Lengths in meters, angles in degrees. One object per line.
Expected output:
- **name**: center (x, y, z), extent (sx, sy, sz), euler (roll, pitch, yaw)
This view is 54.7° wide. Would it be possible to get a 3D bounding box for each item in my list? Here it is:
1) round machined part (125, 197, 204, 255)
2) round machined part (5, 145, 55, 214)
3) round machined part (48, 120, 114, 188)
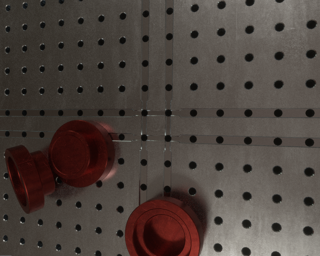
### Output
- **round machined part**: center (0.008, 0.137, 0.400), extent (0.098, 0.042, 0.097), euler (0, 90, 19)
- **round machined part**: center (-0.187, 0.071, 0.451), extent (0.098, 0.042, 0.097), euler (26, 124, 45)
- **round machined part**: center (-0.119, 0.037, 0.444), extent (0.098, 0.042, 0.097), euler (0, 90, 19)
